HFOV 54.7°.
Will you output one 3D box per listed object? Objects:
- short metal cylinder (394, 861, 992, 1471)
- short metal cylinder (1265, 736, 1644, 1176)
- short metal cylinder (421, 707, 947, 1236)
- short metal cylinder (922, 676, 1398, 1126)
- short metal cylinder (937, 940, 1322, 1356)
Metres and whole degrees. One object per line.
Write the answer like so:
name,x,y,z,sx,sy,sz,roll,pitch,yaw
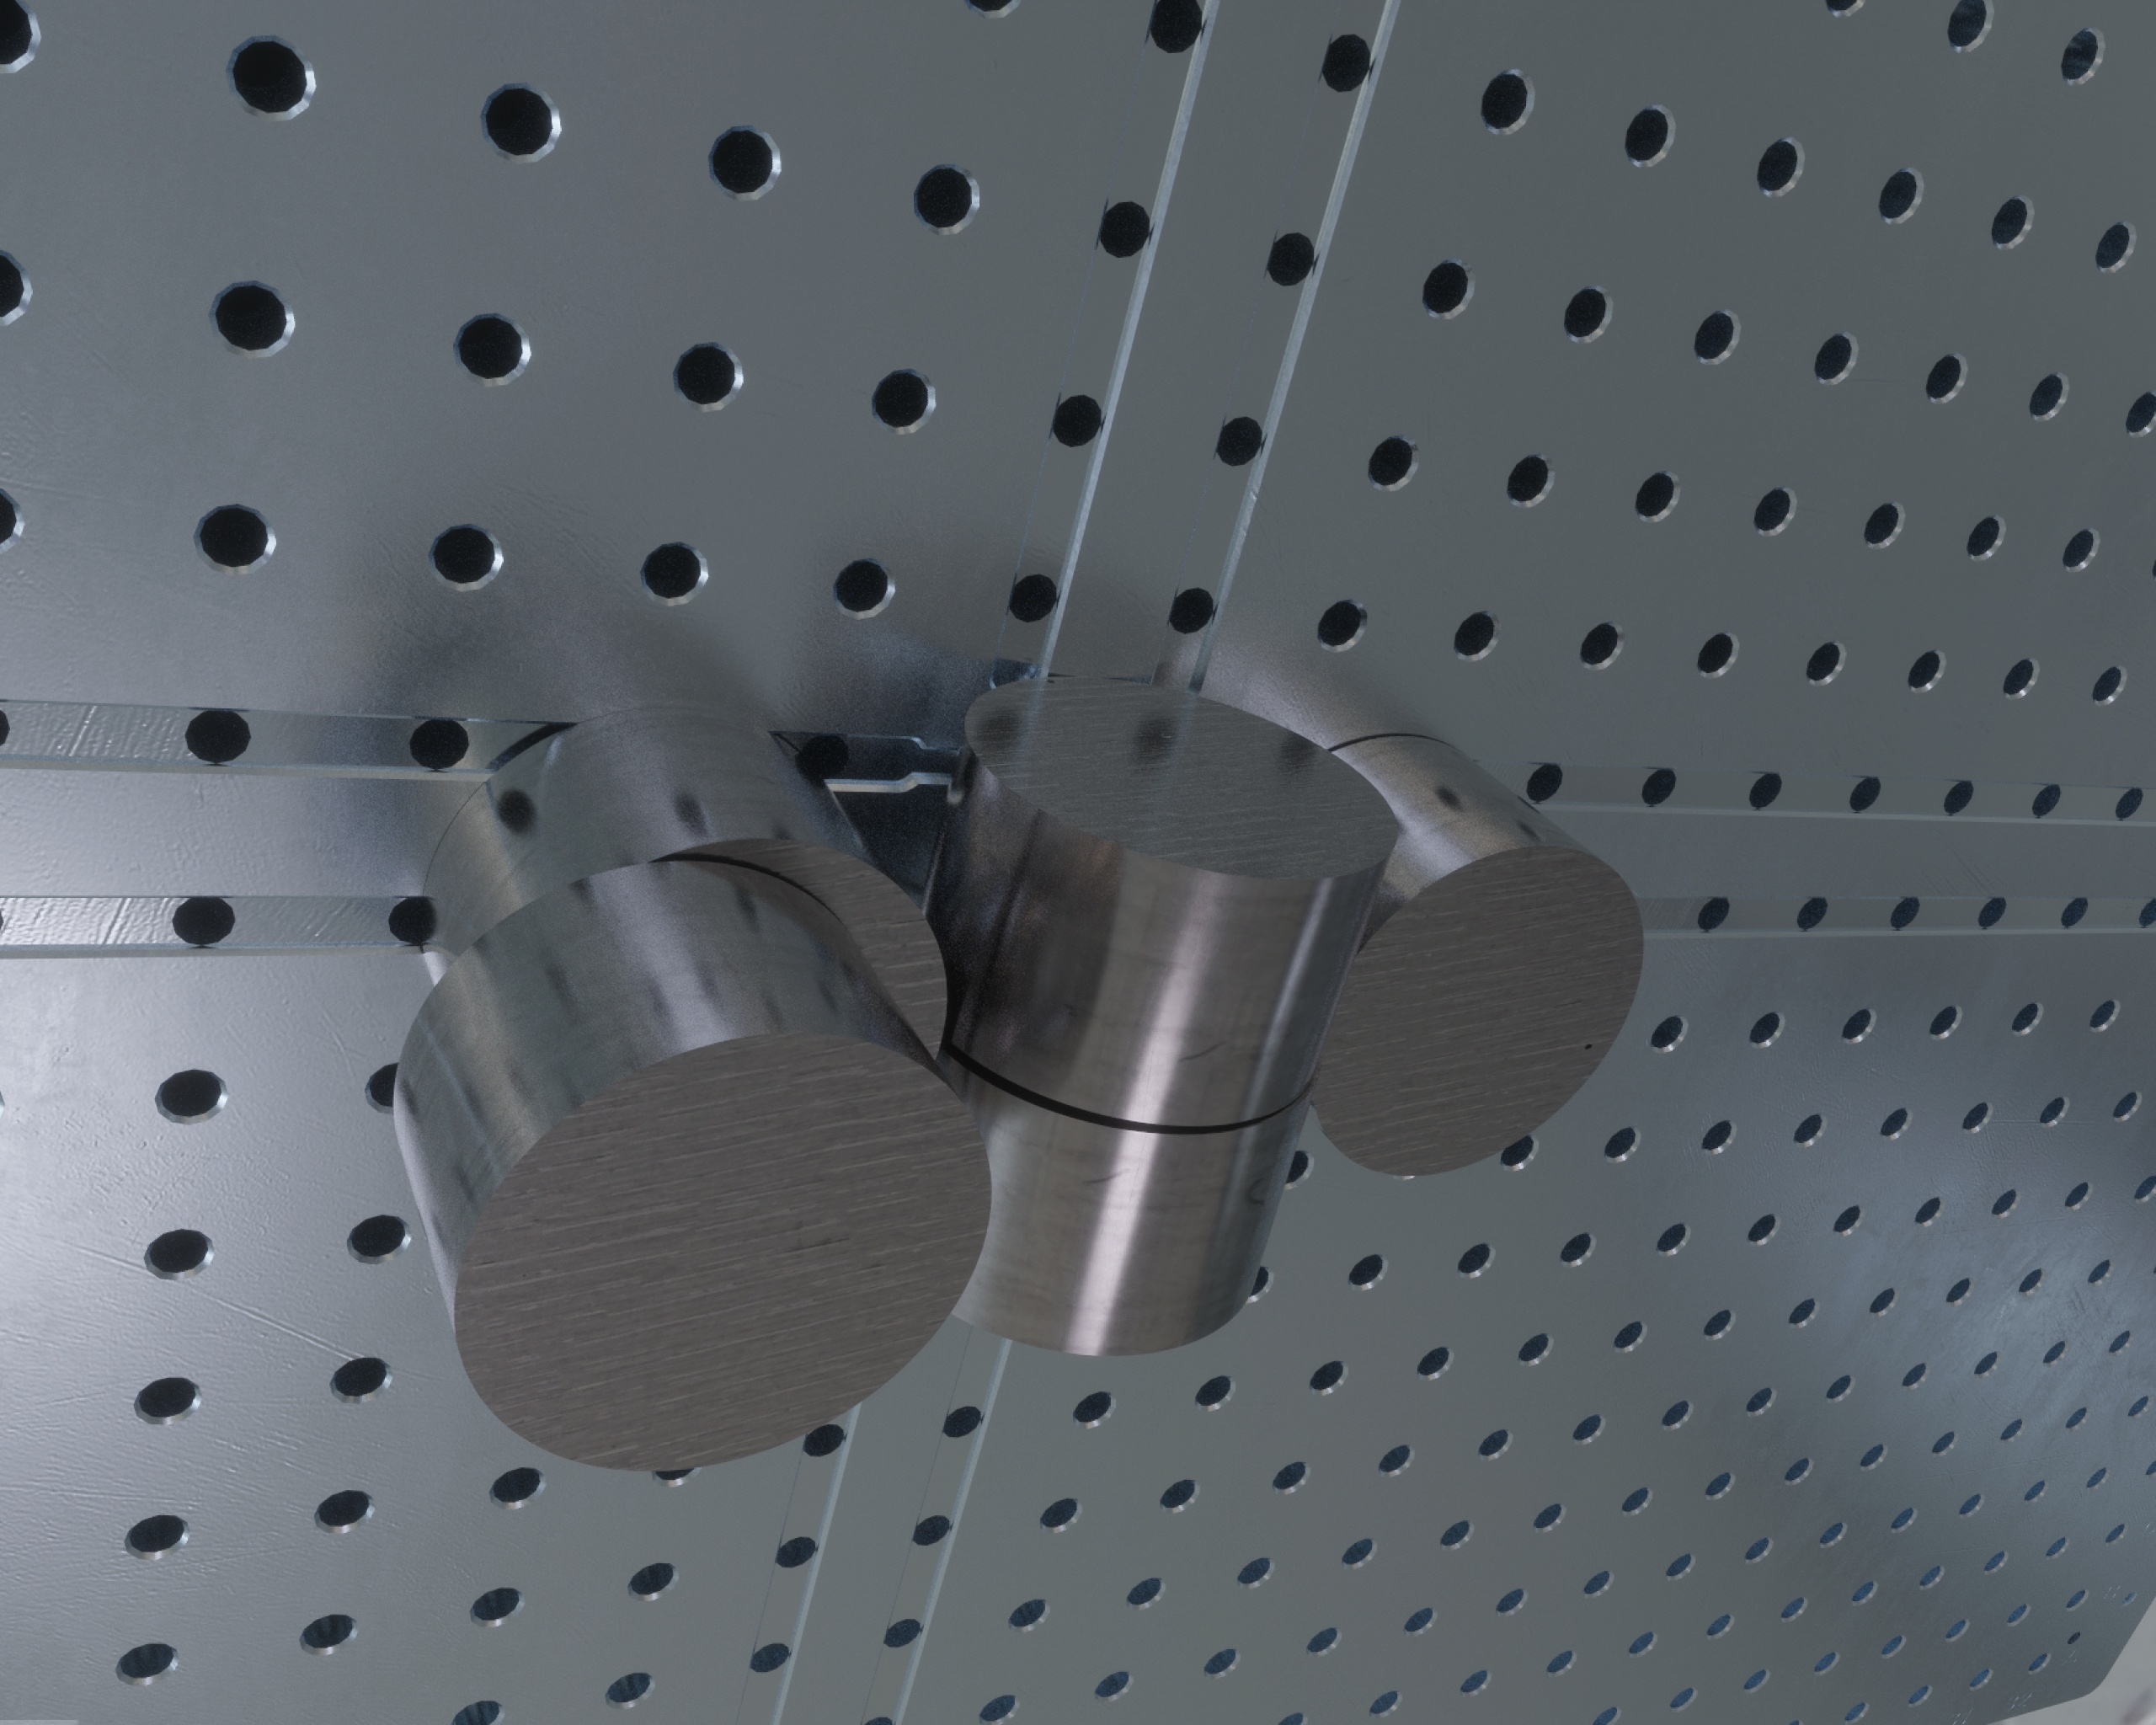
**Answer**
short metal cylinder,-0.060,0.047,0.324,0.081,0.050,0.079,-14,124,-21
short metal cylinder,0.072,0.020,0.445,0.081,0.050,0.079,-14,124,-21
short metal cylinder,-0.070,0.019,0.368,0.081,0.050,0.079,-14,124,-21
short metal cylinder,0.013,0.005,0.386,0.081,0.080,0.050,1,119,-29
short metal cylinder,0.002,0.050,0.407,0.081,0.080,0.050,-1,119,-28
